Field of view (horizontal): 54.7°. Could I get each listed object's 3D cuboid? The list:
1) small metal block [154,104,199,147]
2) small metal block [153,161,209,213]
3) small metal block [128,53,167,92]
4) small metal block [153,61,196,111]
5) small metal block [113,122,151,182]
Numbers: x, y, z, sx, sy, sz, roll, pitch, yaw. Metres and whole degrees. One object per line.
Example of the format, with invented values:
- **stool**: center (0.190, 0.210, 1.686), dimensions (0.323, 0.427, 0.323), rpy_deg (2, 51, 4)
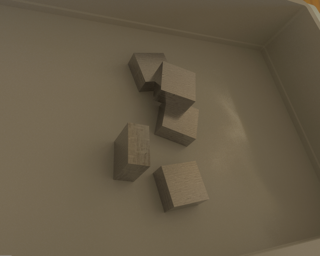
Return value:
- **small metal block**: center (0.024, -0.009, 0.425), dimensions (0.050, 0.025, 0.050), rpy_deg (21, 54, -16)
- **small metal block**: center (0.025, 0.071, 0.378), dimensions (0.050, 0.025, 0.050), rpy_deg (-4, 64, -30)
- **small metal block**: center (-0.012, -0.082, 0.450), dimensions (0.050, 0.025, 0.050), rpy_deg (-9, 66, -32)
- **small metal block**: center (0.020, -0.057, 0.421), dimensions (0.050, 0.025, 0.050), rpy_deg (17, 55, -19)
- **small metal block**: center (-0.033, 0.029, 0.355), dimensions (0.025, 0.050, 0.050), rpy_deg (11, 57, -23)
